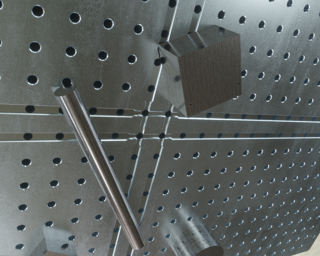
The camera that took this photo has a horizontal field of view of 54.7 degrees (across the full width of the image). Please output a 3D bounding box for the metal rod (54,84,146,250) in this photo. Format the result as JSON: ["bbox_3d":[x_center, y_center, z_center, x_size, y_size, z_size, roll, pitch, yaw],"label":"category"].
[{"bbox_3d":[-0.069,0.074,0.420,0.025,0.025,0.298,-26,128,-13],"label":"metal rod"}]

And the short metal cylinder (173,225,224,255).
[{"bbox_3d":[0.071,0.231,0.580,0.081,0.050,0.079,-14,125,-21],"label":"short metal cylinder"}]

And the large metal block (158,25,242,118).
[{"bbox_3d":[0.051,-0.071,0.381,0.081,0.050,0.080,-23,127,-15],"label":"large metal block"}]

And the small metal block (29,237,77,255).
[{"bbox_3d":[-0.156,0.189,0.444,0.050,0.025,0.050,34,99,-39],"label":"small metal block"}]
